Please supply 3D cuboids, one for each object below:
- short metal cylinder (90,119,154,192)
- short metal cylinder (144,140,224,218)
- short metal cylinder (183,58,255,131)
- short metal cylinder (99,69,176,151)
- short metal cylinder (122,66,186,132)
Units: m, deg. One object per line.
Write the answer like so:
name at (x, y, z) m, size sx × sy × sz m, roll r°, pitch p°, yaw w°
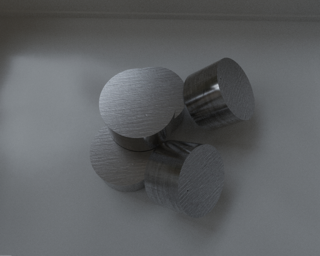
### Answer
short metal cylinder at (-0.041, 0.035, 0.382) m, size 0.081 × 0.050 × 0.080 m, roll 0°, pitch 70°, yaw 0°
short metal cylinder at (0.029, 0.055, 0.352) m, size 0.050 × 0.080 × 0.080 m, roll 5°, pitch 63°, yaw 45°
short metal cylinder at (0.075, -0.041, 0.389) m, size 0.080 × 0.050 × 0.080 m, roll 20°, pitch 61°, yaw -40°
short metal cylinder at (-0.023, -0.019, 0.347) m, size 0.081 × 0.050 × 0.080 m, roll 0°, pitch 70°, yaw 0°
short metal cylinder at (-0.007, -0.033, 0.406) m, size 0.081 × 0.050 × 0.080 m, roll 0°, pitch 70°, yaw 0°
